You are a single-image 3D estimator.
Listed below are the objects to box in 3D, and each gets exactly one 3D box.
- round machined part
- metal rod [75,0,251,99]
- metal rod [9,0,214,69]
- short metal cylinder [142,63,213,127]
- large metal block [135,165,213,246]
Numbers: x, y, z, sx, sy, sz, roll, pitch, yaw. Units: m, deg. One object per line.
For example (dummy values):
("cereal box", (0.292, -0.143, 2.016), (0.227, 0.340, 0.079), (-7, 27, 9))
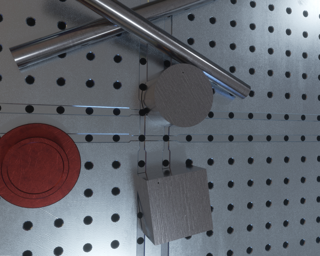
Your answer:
("round machined part", (-0.140, 0.043, 0.352), (0.099, 0.042, 0.097), (0, 90, -21))
("metal rod", (0.003, -0.111, 0.394), (0.302, 0.025, 0.025), (25, 82, -26))
("metal rod", (-0.037, -0.141, 0.399), (0.302, 0.025, 0.025), (-26, 99, -19))
("short metal cylinder", (0.022, -0.041, 0.409), (0.081, 0.050, 0.079), (0, 90, -21))
("large metal block", (0.018, 0.097, 0.407), (0.081, 0.050, 0.079), (-8, 93, -20))
